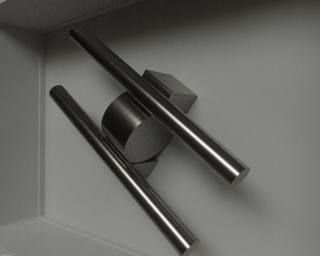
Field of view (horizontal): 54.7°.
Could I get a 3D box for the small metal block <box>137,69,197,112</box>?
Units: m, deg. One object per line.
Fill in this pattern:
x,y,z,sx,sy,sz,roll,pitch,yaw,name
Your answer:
0.009,-0.045,0.379,0.050,0.050,0.025,44,117,30,small metal block

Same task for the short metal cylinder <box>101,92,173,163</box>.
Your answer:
-0.025,-0.003,0.388,0.050,0.081,0.080,44,116,31,short metal cylinder

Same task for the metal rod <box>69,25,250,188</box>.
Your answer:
-0.021,-0.043,0.356,0.300,0.025,0.025,43,116,31,metal rod

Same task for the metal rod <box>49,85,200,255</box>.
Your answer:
-0.062,0.034,0.390,0.300,0.025,0.025,43,116,31,metal rod

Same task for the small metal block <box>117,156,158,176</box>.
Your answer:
-0.040,0.040,0.419,0.050,0.050,0.025,44,117,30,small metal block
